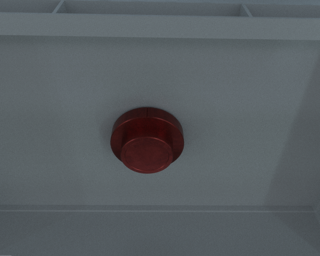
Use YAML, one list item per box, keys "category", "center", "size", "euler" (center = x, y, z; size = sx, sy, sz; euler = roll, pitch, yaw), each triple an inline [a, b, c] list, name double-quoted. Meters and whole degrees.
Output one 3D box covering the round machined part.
- category: "round machined part"
  center: [-0.017, 0.023, 0.413]
  size: [0.099, 0.042, 0.097]
  euler: [-1, 130, 0]
